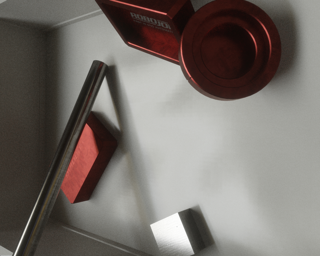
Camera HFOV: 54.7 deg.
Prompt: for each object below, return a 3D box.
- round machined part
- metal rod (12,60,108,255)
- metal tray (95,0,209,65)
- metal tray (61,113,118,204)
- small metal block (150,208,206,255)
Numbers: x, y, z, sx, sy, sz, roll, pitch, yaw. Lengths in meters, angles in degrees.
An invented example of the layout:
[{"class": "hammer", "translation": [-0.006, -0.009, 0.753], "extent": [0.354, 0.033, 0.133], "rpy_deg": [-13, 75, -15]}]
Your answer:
[{"class": "round machined part", "translation": [0.067, -0.076, 0.317], "extent": [0.099, 0.042, 0.097], "rpy_deg": [0, 90, -4]}, {"class": "metal rod", "translation": [-0.136, 0.038, 0.441], "extent": [0.025, 0.025, 0.299], "rpy_deg": [4, 69, 39]}, {"class": "metal tray", "translation": [-0.010, -0.123, 0.369], "extent": [0.130, 0.090, 0.030], "rpy_deg": [29, 78, 36]}, {"class": "metal tray", "translation": [-0.129, 0.047, 0.507], "extent": [0.090, 0.030, 0.129], "rpy_deg": [44, 116, 30]}, {"class": "small metal block", "translation": [0.022, 0.135, 0.387], "extent": [0.050, 0.025, 0.050], "rpy_deg": [-35, 69, 34]}]
